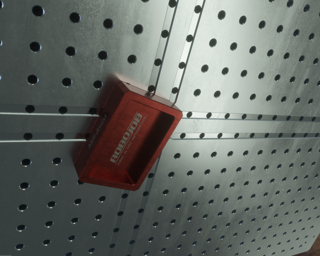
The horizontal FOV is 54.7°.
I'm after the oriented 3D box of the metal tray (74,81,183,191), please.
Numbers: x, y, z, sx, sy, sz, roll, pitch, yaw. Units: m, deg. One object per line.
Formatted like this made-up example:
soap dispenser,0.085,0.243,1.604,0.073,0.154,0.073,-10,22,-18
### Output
metal tray,-0.040,0.016,0.396,0.091,0.030,0.129,19,108,-36
